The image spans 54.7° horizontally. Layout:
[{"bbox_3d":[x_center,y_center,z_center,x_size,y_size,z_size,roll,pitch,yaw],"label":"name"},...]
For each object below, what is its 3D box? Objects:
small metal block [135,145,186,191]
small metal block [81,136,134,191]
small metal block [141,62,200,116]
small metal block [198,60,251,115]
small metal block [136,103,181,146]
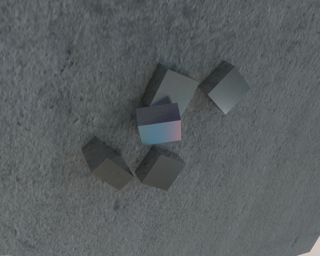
[{"bbox_3d":[0.001,0.058,0.445,0.050,0.025,0.050,25,105,-37],"label":"small metal block"},{"bbox_3d":[-0.065,0.043,0.383,0.025,0.050,0.050,-44,130,2],"label":"small metal block"},{"bbox_3d":[0.013,-0.047,0.386,0.050,0.025,0.050,15,110,-35],"label":"small metal block"},{"bbox_3d":[0.089,-0.055,0.423,0.050,0.025,0.050,-46,130,4],"label":"small metal block"},{"bbox_3d":[-0.001,-0.004,0.384,0.050,0.025,0.050,-8,150,-1],"label":"small metal block"}]
